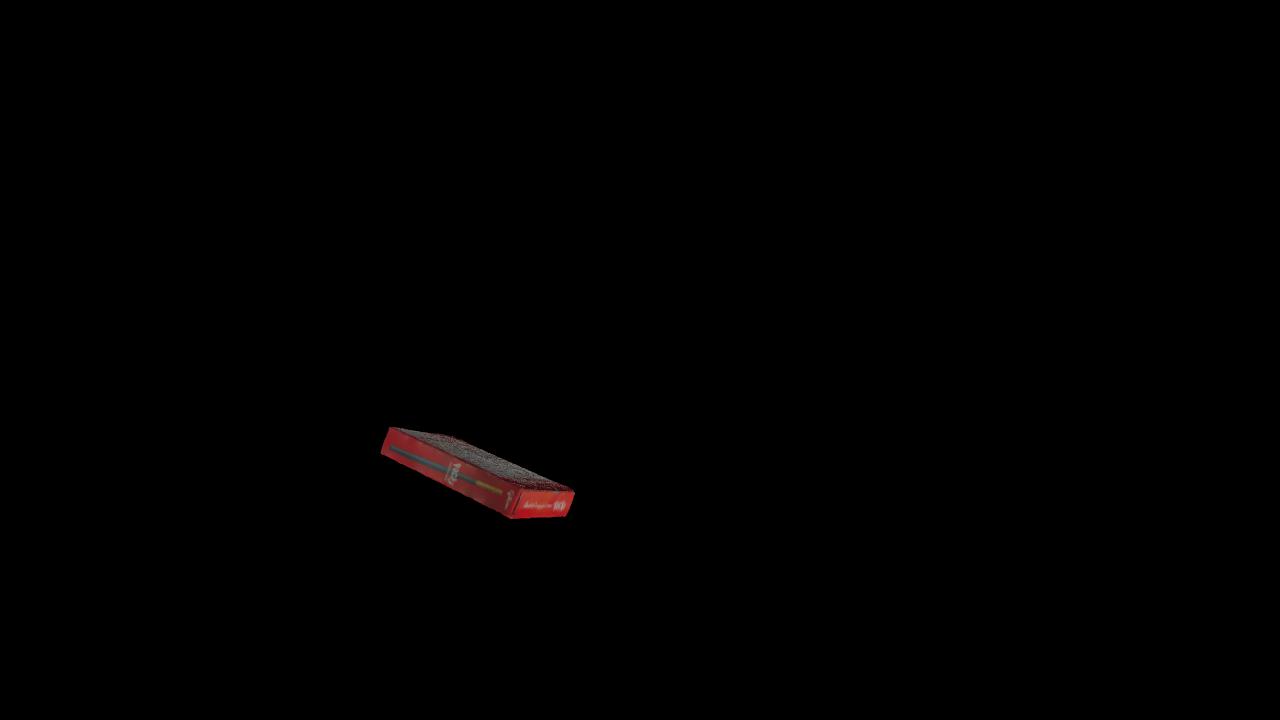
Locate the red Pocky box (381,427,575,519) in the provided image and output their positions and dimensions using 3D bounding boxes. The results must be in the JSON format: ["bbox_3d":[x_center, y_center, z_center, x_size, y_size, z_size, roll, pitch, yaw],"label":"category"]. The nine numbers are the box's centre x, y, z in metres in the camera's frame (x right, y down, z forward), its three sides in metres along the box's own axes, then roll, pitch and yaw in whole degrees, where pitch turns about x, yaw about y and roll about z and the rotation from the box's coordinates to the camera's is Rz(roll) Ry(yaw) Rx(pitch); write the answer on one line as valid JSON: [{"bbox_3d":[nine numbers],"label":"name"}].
[{"bbox_3d":[-0.141,0.097,0.532,0.155,0.028,0.083,17,-6,27],"label":"red Pocky box"}]
